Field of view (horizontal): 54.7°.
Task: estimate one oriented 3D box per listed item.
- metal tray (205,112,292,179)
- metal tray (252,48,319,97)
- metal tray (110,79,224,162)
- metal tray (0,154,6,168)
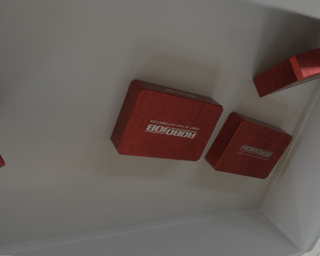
[{"bbox_3d":[0.147,0.033,0.506,0.131,0.030,0.089,15,111,-34],"label":"metal tray"},{"bbox_3d":[0.208,-0.084,0.429,0.131,0.090,0.030,-18,86,-18],"label":"metal tray"},{"bbox_3d":[0.011,-0.005,0.408,0.131,0.030,0.089,9,114,-32],"label":"metal tray"},{"bbox_3d":[-0.176,-0.030,0.248,0.030,0.090,0.129,-30,130,-27],"label":"metal tray"}]
